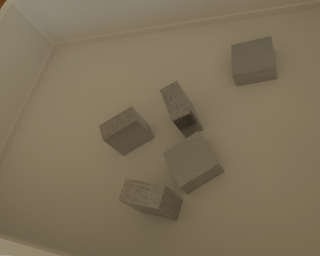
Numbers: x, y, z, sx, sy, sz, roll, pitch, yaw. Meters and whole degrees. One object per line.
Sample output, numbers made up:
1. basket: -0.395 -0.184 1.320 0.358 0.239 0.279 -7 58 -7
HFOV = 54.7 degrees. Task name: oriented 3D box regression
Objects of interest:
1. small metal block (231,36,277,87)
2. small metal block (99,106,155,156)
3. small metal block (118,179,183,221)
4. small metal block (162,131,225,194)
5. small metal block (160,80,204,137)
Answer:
1. small metal block: 0.119 -0.085 0.395 0.050 0.025 0.050 -8 58 24
2. small metal block: -0.043 0.005 0.409 0.050 0.050 0.025 -30 52 9
3. small metal block: -0.009 0.080 0.345 0.050 0.050 0.025 4 64 30
4. small metal block: 0.038 0.040 0.361 0.050 0.025 0.050 -33 51 6
5. small metal block: 0.028 -0.023 0.389 0.025 0.050 0.050 -28 52 11
